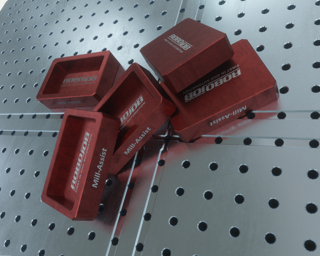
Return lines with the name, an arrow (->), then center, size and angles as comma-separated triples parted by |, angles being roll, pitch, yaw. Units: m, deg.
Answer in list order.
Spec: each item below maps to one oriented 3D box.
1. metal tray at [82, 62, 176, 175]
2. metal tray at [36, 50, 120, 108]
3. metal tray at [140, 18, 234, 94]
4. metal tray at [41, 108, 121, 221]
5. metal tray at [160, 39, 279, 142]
metal tray -> -0.048, -0.012, 0.417 | 0.130, 0.030, 0.090 | -47, 49, 15
metal tray -> -0.141, -0.082, 0.530 | 0.130, 0.030, 0.090 | -1, 61, 28
metal tray -> 0.030, -0.104, 0.424 | 0.090, 0.030, 0.130 | -33, 32, 1
metal tray -> -0.104, 0.042, 0.399 | 0.090, 0.030, 0.129 | 9, 83, 44
metal tray -> 0.071, -0.049, 0.399 | 0.130, 0.030, 0.090 | -27, 52, 11
